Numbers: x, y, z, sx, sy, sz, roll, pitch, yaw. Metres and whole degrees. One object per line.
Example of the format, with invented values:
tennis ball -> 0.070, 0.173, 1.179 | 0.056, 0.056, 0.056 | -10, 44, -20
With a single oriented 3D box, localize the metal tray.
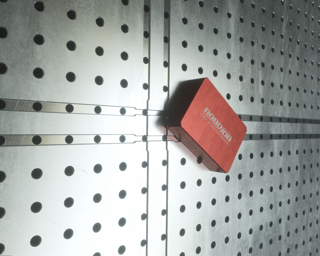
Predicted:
metal tray -> 0.076, -0.002, 0.472 | 0.130, 0.030, 0.090 | 44, 63, -31
